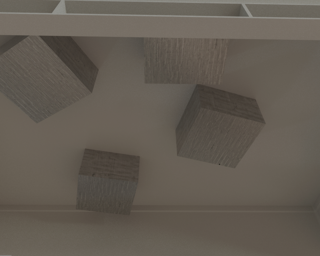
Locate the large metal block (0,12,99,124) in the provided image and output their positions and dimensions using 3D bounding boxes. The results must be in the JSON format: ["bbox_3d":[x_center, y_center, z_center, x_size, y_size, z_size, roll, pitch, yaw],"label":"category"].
[{"bbox_3d":[-0.128,-0.063,0.337,0.080,0.050,0.080,-25,126,19],"label":"large metal block"}]

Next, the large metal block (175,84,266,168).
[{"bbox_3d":[0.072,-0.001,0.393,0.081,0.050,0.079,13,129,-12],"label":"large metal block"}]

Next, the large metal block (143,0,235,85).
[{"bbox_3d":[0.025,-0.092,0.315,0.081,0.050,0.079,1,130,-1],"label":"large metal block"}]

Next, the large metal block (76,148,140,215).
[{"bbox_3d":[-0.078,0.082,0.461,0.081,0.050,0.079,9,130,-8],"label":"large metal block"}]
